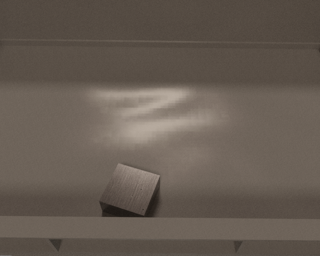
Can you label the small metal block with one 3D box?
[{"bbox_3d":[-0.032,0.073,0.344,0.050,0.025,0.050,15,51,12],"label":"small metal block"}]
